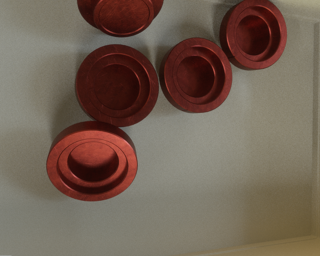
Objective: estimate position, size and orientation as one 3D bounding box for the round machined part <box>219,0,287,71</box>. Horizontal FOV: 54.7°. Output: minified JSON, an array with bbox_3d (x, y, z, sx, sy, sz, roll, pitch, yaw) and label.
[{"bbox_3d":[0.129,-0.132,0.447,0.099,0.042,0.097,-2,96,-18],"label":"round machined part"}]

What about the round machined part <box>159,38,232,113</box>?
[{"bbox_3d":[0.044,-0.068,0.419,0.099,0.042,0.097,0,90,-21],"label":"round machined part"}]

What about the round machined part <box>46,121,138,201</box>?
[{"bbox_3d":[-0.077,0.034,0.359,0.099,0.042,0.097,-4,119,-8],"label":"round machined part"}]

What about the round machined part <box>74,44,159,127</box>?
[{"bbox_3d":[-0.055,-0.050,0.382,0.099,0.042,0.097,0,90,-21],"label":"round machined part"}]

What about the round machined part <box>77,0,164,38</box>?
[{"bbox_3d":[-0.043,-0.142,0.352,0.099,0.097,0.042,-3,64,-20],"label":"round machined part"}]
